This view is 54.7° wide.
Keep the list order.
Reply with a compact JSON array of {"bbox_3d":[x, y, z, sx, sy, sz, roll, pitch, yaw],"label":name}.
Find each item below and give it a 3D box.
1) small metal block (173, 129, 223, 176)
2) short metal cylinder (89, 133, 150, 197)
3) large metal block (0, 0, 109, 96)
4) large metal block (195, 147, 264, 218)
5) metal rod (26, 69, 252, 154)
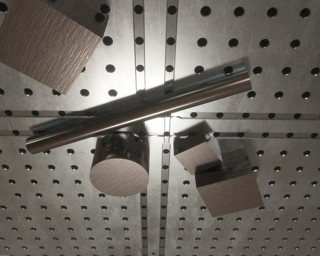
[{"bbox_3d":[0.054,0.036,0.443,0.050,0.025,0.050,-27,126,20],"label":"small metal block"},{"bbox_3d":[-0.055,0.053,0.440,0.081,0.050,0.079,0,130,0],"label":"short metal cylinder"},{"bbox_3d":[-0.110,-0.093,0.314,0.080,0.050,0.080,29,124,-23],"label":"large metal block"},{"bbox_3d":[0.104,0.084,0.469,0.080,0.050,0.080,-18,128,14],"label":"large metal block"},{"bbox_3d":[-0.036,-0.016,0.397,0.301,0.025,0.025,-16,129,12],"label":"metal rod"}]
